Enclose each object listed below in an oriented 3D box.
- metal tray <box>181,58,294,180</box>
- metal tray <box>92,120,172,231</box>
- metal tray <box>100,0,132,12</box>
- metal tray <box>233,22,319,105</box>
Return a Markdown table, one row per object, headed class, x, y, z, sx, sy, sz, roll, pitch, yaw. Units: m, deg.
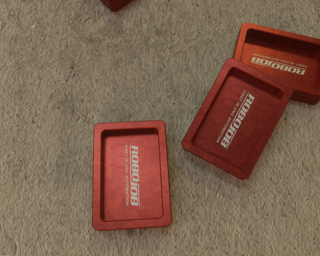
| class | x | y | z | sx | sy | sz | roll | pitch | yaw |
| --- | --- | --- | --- | --- | --- | --- | --- | --- | --- |
| metal tray | 0.096 | -0.011 | 0.392 | 0.090 | 0.030 | 0.130 | 28 | 87 | 9 |
| metal tray | -0.035 | 0.057 | 0.384 | 0.091 | 0.030 | 0.130 | -3 | 70 | -1 |
| metal tray | -0.082 | -0.257 | 0.498 | 0.090 | 0.030 | 0.130 | -40 | 75 | -13 |
| metal tray | 0.170 | -0.092 | 0.440 | 0.131 | 0.030 | 0.090 | 15 | 71 | 5 |
